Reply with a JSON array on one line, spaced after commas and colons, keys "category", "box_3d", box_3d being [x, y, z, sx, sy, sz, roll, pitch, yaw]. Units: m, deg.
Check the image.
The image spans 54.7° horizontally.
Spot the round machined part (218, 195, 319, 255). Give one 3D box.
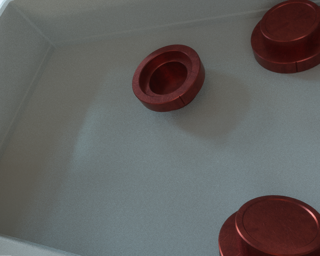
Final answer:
[{"category": "round machined part", "box_3d": [0.098, 0.093, 0.255, 0.099, 0.042, 0.098, -8, 25, 4]}]

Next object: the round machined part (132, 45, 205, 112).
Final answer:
[{"category": "round machined part", "box_3d": [0.015, -0.063, 0.424, 0.098, 0.042, 0.098, -13, 56, 20]}]

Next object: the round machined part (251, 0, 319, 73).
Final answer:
[{"category": "round machined part", "box_3d": [0.162, -0.119, 0.382, 0.098, 0.042, 0.098, -13, 56, 20]}]
